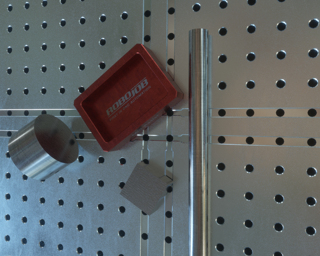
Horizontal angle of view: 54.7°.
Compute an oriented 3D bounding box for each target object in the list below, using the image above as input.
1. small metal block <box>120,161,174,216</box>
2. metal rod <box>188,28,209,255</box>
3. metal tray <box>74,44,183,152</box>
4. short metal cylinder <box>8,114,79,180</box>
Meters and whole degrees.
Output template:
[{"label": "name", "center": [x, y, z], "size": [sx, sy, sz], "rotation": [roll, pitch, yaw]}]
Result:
[{"label": "small metal block", "center": [-0.018, 0.081, 0.419], "size": [0.050, 0.025, 0.050], "rotation": [33, 101, 17]}, {"label": "metal rod", "center": [0.049, 0.026, 0.395], "size": [0.025, 0.025, 0.298], "rotation": [0, 90, 20]}, {"label": "metal tray", "center": [-0.045, -0.039, 0.425], "size": [0.130, 0.030, 0.090], "rotation": [-38, 78, 16]}, {"label": "short metal cylinder", "center": [-0.164, 0.027, 0.441], "size": [0.050, 0.080, 0.080], "rotation": [-32, 80, 17]}]
